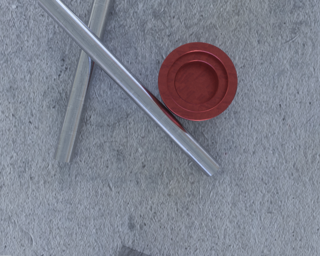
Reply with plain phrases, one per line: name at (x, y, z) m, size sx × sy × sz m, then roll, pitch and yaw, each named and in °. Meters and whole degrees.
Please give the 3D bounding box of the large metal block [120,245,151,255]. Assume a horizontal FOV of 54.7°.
large metal block at (-0.028, 0.211, 0.397) m, size 0.080 × 0.050 × 0.080 m, roll 22°, pitch 90°, yaw -1°

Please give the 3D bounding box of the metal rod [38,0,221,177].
metal rod at (-0.033, -0.051, 0.392) m, size 0.025 × 0.025 × 0.300 m, roll -44°, pitch 97°, yaw 0°

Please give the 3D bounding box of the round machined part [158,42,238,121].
round machined part at (0.047, -0.058, 0.402) m, size 0.099 × 0.042 × 0.097 m, roll 0°, pitch 90°, yaw -1°

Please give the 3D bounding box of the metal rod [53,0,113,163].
metal rod at (-0.092, -0.102, 0.408) m, size 0.025 × 0.025 × 0.298 m, roll 14°, pitch 90°, yaw -1°
